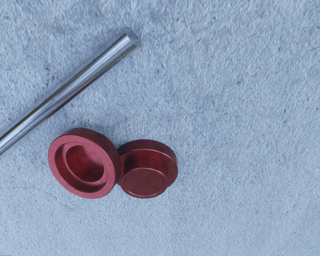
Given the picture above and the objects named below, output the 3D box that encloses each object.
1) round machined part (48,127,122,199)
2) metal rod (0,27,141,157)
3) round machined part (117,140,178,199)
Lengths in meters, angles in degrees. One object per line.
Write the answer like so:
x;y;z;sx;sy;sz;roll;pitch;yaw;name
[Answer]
-0.096;0.043;0.417;0.098;0.042;0.097;8;117;16;round machined part
-0.145;-0.023;0.385;0.300;0.025;0.025;-32;124;24;metal rod
-0.022;0.066;0.452;0.099;0.042;0.097;-1;130;0;round machined part
